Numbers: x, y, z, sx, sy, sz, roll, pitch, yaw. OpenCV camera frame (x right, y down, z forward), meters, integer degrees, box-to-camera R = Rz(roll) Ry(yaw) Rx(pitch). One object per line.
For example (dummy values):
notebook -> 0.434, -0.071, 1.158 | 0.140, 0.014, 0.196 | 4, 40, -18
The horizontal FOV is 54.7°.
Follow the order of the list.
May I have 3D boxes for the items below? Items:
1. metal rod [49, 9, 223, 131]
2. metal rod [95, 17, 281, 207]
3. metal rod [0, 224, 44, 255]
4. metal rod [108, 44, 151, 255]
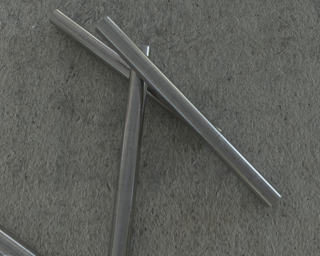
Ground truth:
metal rod -> -0.042, -0.078, 0.436 | 0.300, 0.025, 0.025 | 38, 74, 12
metal rod -> 0.034, -0.020, 0.380 | 0.025, 0.025, 0.300 | -44, 89, -14
metal rod -> -0.151, 0.149, 0.352 | 0.301, 0.025, 0.025 | 30, 73, 10
metal rod -> -0.037, 0.038, 0.378 | 0.025, 0.025, 0.299 | 5, 76, 2
